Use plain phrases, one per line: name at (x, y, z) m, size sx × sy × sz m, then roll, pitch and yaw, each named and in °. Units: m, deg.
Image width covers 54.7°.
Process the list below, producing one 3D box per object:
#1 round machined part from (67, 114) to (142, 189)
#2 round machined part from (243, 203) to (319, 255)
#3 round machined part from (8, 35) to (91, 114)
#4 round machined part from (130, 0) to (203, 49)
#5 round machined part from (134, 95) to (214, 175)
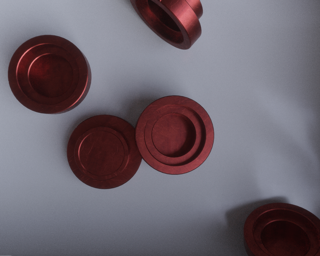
round machined part at (-0.072, 0.031, 0.402) m, size 0.099 × 0.042 × 0.097 m, roll 0°, pitch 90°, yaw -1°
round machined part at (0.155, 0.144, 0.386) m, size 0.099 × 0.098 × 0.042 m, roll -11°, pitch 124°, yaw -1°
round machined part at (-0.138, -0.066, 0.401) m, size 0.099 × 0.042 × 0.097 m, roll 0°, pitch 90°, yaw -1°
round machined part at (0.013, -0.145, 0.375) m, size 0.098 × 0.098 × 0.042 m, roll 40°, pitch 86°, yaw -1°
round machined part at (0.016, 0.009, 0.399) m, size 0.099 × 0.042 × 0.097 m, roll 0°, pitch 88°, yaw -8°
